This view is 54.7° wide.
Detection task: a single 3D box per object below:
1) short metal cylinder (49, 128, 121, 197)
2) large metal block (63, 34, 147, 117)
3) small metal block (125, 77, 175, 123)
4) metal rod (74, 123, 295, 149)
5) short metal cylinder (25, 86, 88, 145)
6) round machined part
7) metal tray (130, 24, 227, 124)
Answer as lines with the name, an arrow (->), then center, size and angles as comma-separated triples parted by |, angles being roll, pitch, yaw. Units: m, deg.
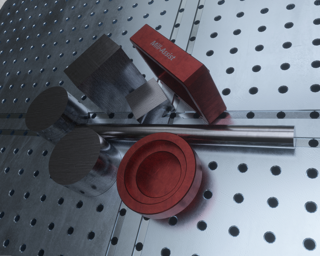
short metal cylinder -> -0.100, 0.046, 0.416 | 0.080, 0.050, 0.080 | -13, 56, 21
large metal block -> -0.079, -0.077, 0.462 | 0.080, 0.080, 0.050 | -44, 52, -2
small metal block -> -0.015, -0.036, 0.439 | 0.050, 0.025, 0.050 | -34, 51, 6
metal rod -> 0.010, 0.007, 0.398 | 0.300, 0.025, 0.025 | 1, 62, 28
short metal cylinder -> -0.162, -0.018, 0.488 | 0.080, 0.050, 0.080 | -13, 56, 21
round machined part -> 0.003, 0.057, 0.361 | 0.098, 0.042, 0.098 | -13, 56, 21
metal tray -> 0.022, -0.070, 0.398 | 0.030, 0.090, 0.130 | -43, 51, -1
